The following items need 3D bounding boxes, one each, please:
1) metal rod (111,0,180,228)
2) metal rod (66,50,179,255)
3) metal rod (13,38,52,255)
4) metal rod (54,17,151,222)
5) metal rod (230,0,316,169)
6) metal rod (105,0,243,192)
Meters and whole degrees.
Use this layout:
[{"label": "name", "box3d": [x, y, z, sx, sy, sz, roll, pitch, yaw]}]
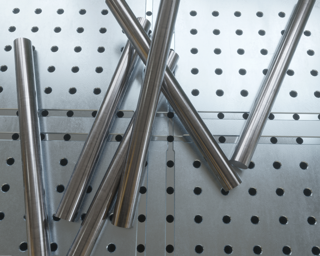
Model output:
[{"label": "metal rod", "box3d": [-0.015, -0.030, 0.382, 0.025, 0.025, 0.299, 12, 86, 4]}, {"label": "metal rod", "box3d": [-0.041, 0.024, 0.402, 0.025, 0.025, 0.300, 21, 71, 7]}, {"label": "metal rod", "box3d": [-0.170, 0.012, 0.406, 0.025, 0.025, 0.299, -12, 70, -4]}, {"label": "metal rod", "box3d": [-0.070, -0.025, 0.420, 0.025, 0.025, 0.300, 16, 71, 6]}, {"label": "metal rod", "box3d": [0.167, -0.079, 0.441, 0.025, 0.025, 0.300, 25, 72, 9]}, {"label": "metal rod", "box3d": [0.014, -0.053, 0.407, 0.025, 0.025, 0.299, -30, 82, -10]}]
